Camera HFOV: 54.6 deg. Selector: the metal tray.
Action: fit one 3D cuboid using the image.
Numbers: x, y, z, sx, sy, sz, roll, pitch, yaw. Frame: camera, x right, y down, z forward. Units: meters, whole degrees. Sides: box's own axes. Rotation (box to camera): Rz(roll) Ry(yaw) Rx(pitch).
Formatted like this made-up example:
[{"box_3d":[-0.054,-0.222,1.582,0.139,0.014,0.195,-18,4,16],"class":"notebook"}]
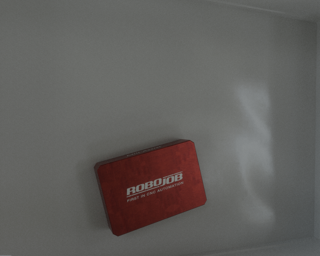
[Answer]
[{"box_3d":[-0.010,0.073,0.404,0.131,0.030,0.090,-15,95,-20],"class":"metal tray"}]
